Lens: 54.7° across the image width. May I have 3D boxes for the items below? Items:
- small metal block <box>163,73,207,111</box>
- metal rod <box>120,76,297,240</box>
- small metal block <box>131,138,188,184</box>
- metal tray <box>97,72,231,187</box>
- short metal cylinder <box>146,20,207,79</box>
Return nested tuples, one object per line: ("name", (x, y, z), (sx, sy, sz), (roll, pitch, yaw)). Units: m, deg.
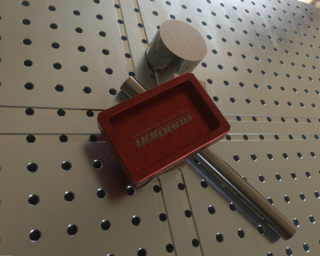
("small metal block", (0.032, -0.047, 0.440), (0.050, 0.050, 0.025), (11, 57, -23))
("metal rod", (0.064, 0.040, 0.420), (0.300, 0.025, 0.025), (43, 51, 1))
("small metal block", (-0.001, 0.036, 0.387), (0.050, 0.025, 0.050), (-15, 70, -34))
("metal tray", (0.005, -0.001, 0.364), (0.131, 0.030, 0.090), (-27, 74, -18))
("short metal cylinder", (0.025, -0.120, 0.481), (0.081, 0.050, 0.080), (14, 56, -21))
